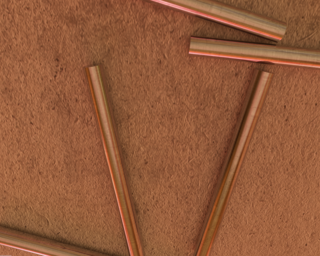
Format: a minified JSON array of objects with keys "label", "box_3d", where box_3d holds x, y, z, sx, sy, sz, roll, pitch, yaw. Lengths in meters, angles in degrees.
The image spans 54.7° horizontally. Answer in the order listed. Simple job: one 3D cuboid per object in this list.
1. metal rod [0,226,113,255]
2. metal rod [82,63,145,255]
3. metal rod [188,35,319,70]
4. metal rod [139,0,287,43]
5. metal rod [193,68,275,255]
[{"label":"metal rod","box_3d":[-0.108,0.205,0.484,0.302,0.025,0.025,18,109,-7]},{"label":"metal rod","box_3d":[-0.059,0.061,0.431,0.025,0.025,0.298,-9,110,3]},{"label":"metal rod","box_3d":[0.185,-0.085,0.379,0.302,0.025,0.025,6,110,-3]},{"label":"metal rod","box_3d":[-0.001,-0.153,0.353,0.302,0.025,0.025,15,109,-6]},{"label":"metal rod","box_3d":[0.097,0.065,0.434,0.025,0.025,0.298,12,110,-5]}]
